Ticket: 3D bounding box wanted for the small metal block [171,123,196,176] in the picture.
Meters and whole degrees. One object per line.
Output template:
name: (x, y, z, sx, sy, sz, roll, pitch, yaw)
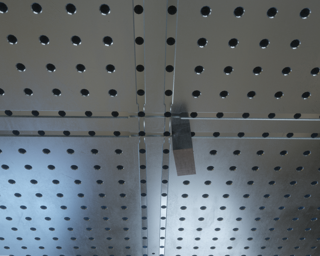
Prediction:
small metal block: (0.032, 0.029, 0.420, 0.025, 0.050, 0.050, -7, 130, 5)
